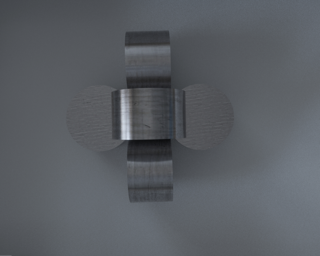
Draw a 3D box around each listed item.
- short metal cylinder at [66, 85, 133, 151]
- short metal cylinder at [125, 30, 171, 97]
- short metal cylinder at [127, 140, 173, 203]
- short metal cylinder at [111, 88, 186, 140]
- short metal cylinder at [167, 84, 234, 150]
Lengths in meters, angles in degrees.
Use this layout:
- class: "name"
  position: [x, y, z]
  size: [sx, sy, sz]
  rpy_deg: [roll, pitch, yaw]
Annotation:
- class: "short metal cylinder"
  position: [-0.072, -0.012, 0.396]
  size: [0.081, 0.050, 0.080]
  rpy_deg: [0, 90, 0]
- class: "short metal cylinder"
  position: [-0.014, -0.078, 0.382]
  size: [0.050, 0.080, 0.080]
  rpy_deg: [-2, 90, -1]
- class: "short metal cylinder"
  position: [-0.011, 0.050, 0.382]
  size: [0.050, 0.080, 0.080]
  rpy_deg: [-2, 90, -1]
- class: "short metal cylinder"
  position: [-0.012, -0.014, 0.338]
  size: [0.081, 0.080, 0.050]
  rpy_deg: [-1, 90, 0]
- class: "short metal cylinder"
  position: [0.049, -0.013, 0.397]
  size: [0.081, 0.050, 0.080]
  rpy_deg: [0, 90, 0]
